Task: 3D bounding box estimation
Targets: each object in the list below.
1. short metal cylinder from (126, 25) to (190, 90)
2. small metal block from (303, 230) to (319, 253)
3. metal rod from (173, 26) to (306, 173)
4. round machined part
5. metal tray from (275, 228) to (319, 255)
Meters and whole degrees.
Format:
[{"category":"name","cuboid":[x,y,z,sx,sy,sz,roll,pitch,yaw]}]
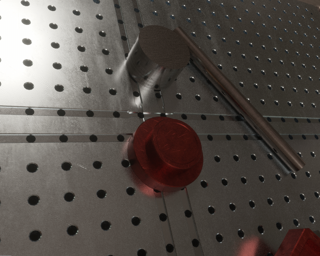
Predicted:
[{"category":"short metal cylinder","cuboid":[-0.003,-0.103,0.455,0.081,0.050,0.080,14,56,-21]},{"category":"small metal block","cuboid":[0.208,0.175,0.416,0.050,0.025,0.050,-24,75,-37]},{"category":"metal rod","cuboid":[0.123,-0.050,0.507,0.300,0.025,0.025,49,51,6]},{"category":"round machined part","cuboid":[0.013,0.027,0.389,0.099,0.042,0.098,14,56,-21]},{"category":"metal tray","cuboid":[0.165,0.195,0.357,0.090,0.030,0.131,43,64,2]}]
